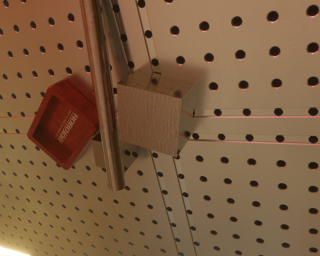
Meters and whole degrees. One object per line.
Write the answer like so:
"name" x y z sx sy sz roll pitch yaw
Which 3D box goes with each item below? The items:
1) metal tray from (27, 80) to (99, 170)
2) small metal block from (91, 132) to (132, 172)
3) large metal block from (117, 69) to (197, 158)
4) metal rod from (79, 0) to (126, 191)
"metal tray" -0.149 -0.001 0.485 0.090 0.030 0.129 42 129 -1
"small metal block" -0.073 0.037 0.473 0.050 0.025 0.050 12 124 22
"large metal block" -0.004 -0.020 0.385 0.080 0.050 0.079 16 125 19
"metal rod" -0.073 -0.051 0.398 0.025 0.025 0.298 7 116 24
